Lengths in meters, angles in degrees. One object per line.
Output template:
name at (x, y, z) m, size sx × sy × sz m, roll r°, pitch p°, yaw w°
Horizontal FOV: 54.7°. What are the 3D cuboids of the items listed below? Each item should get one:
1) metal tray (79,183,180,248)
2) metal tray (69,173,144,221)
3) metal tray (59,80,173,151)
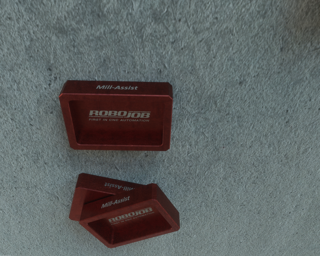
metal tray at (-0.046, 0.140, 0.481) m, size 0.130 × 0.030 × 0.090 m, roll -21°, pitch 128°, yaw 16°
metal tray at (-0.076, 0.125, 0.509) m, size 0.131 × 0.030 × 0.089 m, roll 13°, pitch 129°, yaw -12°
metal tray at (-0.051, -0.013, 0.391) m, size 0.131 × 0.030 × 0.089 m, roll 1°, pitch 130°, yaw -1°
